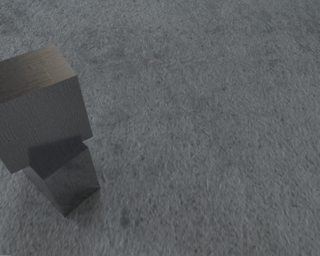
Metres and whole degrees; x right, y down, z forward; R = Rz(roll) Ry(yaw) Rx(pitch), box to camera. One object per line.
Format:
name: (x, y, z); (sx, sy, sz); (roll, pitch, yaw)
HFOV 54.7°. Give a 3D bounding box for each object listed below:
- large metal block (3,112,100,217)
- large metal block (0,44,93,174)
large metal block: (-0.116, 0.037, 0.335); (0.080, 0.080, 0.050); (36, 59, 26)
large metal block: (-0.114, -0.016, 0.276); (0.081, 0.080, 0.050); (-26, 55, -21)
